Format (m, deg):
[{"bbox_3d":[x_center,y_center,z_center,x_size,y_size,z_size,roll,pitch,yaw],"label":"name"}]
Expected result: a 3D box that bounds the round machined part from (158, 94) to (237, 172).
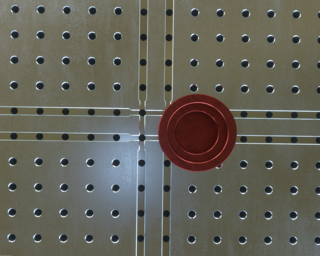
[{"bbox_3d":[0.047,0.006,0.406,0.099,0.042,0.097,0,90,-1],"label":"round machined part"}]
